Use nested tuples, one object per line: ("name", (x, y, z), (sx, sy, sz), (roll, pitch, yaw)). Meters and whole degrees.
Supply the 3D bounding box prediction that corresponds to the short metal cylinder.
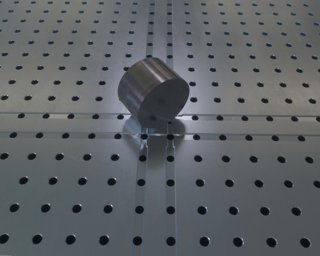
("short metal cylinder", (-0.008, -0.046, 0.410), (0.081, 0.080, 0.050), (-28, 56, -21))
